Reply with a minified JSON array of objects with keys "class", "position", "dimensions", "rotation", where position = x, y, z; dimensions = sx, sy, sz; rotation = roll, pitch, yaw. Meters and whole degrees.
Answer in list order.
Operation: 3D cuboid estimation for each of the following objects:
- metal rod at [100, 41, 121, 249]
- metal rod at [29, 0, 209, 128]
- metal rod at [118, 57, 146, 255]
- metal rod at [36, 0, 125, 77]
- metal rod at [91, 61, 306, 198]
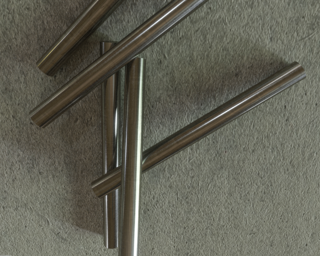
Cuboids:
[{"class":"metal rod","position":[-0.066,0.036,0.422],"dimensions":[0.025,0.025,0.298],"rotation":[2,110,-1]},{"class":"metal rod","position":[-0.023,-0.100,0.351],"dimensions":[0.300,0.025,0.025],"rotation":[-37,106,4]},{"class":"metal rod","position":[-0.035,0.066,0.379],"dimensions":[0.025,0.025,0.298],"rotation":[2,92,-1]},{"class":"metal rod","position":[-0.033,-0.169,0.346],"dimensions":[0.299,0.025,0.025],"rotation":[-42,105,13]},{"class":"metal rod","position":[0.045,0.005,0.397],"dimensions":[0.301,0.025,0.025],"rotation":[-31,107,5]}]
